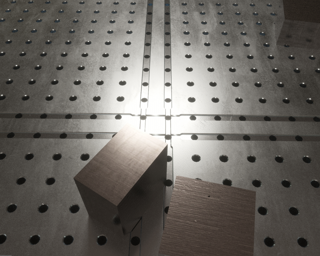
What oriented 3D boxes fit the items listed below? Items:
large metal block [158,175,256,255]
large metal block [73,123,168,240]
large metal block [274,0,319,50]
[{"bbox_3d":[0.047,0.101,0.307,0.080,0.050,0.080,10,51,8],"label":"large metal block"},{"bbox_3d":[-0.036,0.056,0.325,0.050,0.080,0.080,27,55,20],"label":"large metal block"},{"bbox_3d":[0.254,-0.188,0.553,0.080,0.050,0.080,9,51,7],"label":"large metal block"}]
